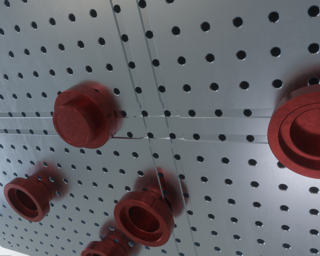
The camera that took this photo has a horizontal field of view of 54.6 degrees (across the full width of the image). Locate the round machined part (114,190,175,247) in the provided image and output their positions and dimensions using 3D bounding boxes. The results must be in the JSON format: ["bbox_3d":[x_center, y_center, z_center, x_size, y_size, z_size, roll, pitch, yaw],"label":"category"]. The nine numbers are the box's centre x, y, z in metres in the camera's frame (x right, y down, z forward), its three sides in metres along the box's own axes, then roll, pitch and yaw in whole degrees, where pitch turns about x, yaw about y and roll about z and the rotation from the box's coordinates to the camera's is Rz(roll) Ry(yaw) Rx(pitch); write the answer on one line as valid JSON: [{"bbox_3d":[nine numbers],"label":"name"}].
[{"bbox_3d":[-0.021,0.140,0.499,0.098,0.042,0.097,13,124,21],"label":"round machined part"}]

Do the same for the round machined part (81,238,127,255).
[{"bbox_3d":[-0.105,0.260,0.617,0.098,0.042,0.097,13,124,21],"label":"round machined part"}]

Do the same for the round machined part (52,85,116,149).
[{"bbox_3d":[-0.117,-0.010,0.457,0.098,0.042,0.097,13,124,21],"label":"round machined part"}]

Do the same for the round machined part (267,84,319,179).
[{"bbox_3d":[0.163,0.001,0.314,0.098,0.042,0.097,13,124,21],"label":"round machined part"}]

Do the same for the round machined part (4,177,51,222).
[{"bbox_3d":[-0.260,0.138,0.624,0.098,0.042,0.097,13,124,21],"label":"round machined part"}]
